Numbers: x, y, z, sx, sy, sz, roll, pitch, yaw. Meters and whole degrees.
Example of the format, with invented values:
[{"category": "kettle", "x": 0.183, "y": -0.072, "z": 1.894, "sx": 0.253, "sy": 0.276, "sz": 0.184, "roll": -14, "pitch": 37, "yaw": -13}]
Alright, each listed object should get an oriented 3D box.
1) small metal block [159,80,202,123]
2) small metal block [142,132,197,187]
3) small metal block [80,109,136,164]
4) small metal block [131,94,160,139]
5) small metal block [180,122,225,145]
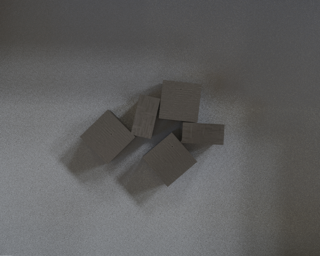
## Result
[{"category": "small metal block", "x": 0.026, "y": -0.034, "z": 0.410, "sx": 0.050, "sy": 0.025, "sz": 0.050, "roll": 6, "pitch": 90, "yaw": -1}, {"category": "small metal block", "x": 0.013, "y": 0.041, "z": 0.409, "sx": 0.050, "sy": 0.025, "sz": 0.050, "roll": -41, "pitch": 91, "yaw": 0}, {"category": "small metal block", "x": -0.067, "y": 0.011, "z": 0.409, "sx": 0.050, "sy": 0.025, "sz": 0.050, "roll": -45, "pitch": 91, "yaw": 0}, {"category": "small metal block", "x": -0.018, "y": -0.014, "z": 0.396, "sx": 0.025, "sy": 0.050, "sz": 0.050, "roll": 13, "pitch": 90, "yaw": 0}, {"category": "small metal block", "x": 0.052, "y": 0.007, "z": 0.397, "sx": 0.050, "sy": 0.050, "sz": 0.025, "roll": 3, "pitch": 90, "yaw": -1}]
